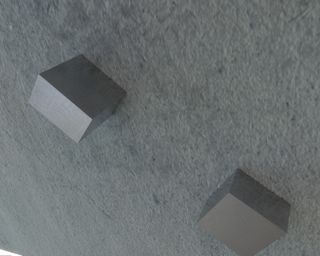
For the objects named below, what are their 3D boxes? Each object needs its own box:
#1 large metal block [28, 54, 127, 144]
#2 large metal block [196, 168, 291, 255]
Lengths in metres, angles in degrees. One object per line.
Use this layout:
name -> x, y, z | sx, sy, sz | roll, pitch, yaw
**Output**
large metal block -> -0.104, -0.040, 0.399 | 0.080, 0.080, 0.050 | 40, 129, 0
large metal block -> 0.107, 0.113, 0.403 | 0.080, 0.050, 0.079 | 35, 129, 4
